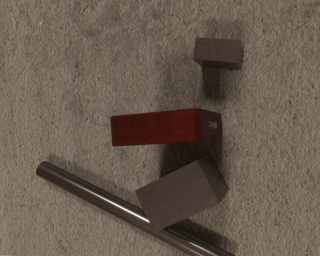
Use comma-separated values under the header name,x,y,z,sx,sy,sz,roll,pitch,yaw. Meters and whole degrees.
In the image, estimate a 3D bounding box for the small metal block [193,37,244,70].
name,x,y,z,sx,sy,sz,roll,pitch,yaw
small metal block,0.071,-0.088,0.370,0.050,0.050,0.025,9,93,19

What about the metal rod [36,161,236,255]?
name,x,y,z,sx,sy,sz,roll,pitch,yaw
metal rod,-0.046,0.114,0.423,0.301,0.025,0.025,22,97,18

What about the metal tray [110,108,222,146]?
name,x,y,z,sx,sy,sz,roll,pitch,yaw
metal tray,0.015,0.000,0.347,0.090,0.130,0.030,-4,89,20

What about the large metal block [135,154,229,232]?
name,x,y,z,sx,sy,sz,roll,pitch,yaw
large metal block,0.030,0.074,0.369,0.080,0.080,0.050,-29,81,17
